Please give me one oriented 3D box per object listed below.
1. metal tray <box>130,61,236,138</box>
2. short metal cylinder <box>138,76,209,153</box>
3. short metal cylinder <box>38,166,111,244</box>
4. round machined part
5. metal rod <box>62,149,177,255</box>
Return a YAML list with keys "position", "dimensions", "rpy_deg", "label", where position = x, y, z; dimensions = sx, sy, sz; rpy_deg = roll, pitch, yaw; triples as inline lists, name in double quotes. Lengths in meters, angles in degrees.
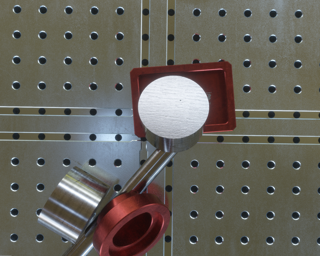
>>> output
- position: [0.030, -0.037, 0.410]
  dimensions: [0.131, 0.030, 0.089]
  rpy_deg: [-4, 90, 0]
  label: "metal tray"
- position: [0.016, -0.016, 0.374]
  dimensions: [0.080, 0.050, 0.080]
  rpy_deg: [0, 67, 1]
  label: "short metal cylinder"
- position: [-0.105, 0.095, 0.385]
  dimensions: [0.050, 0.080, 0.080]
  rpy_deg: [31, 90, 0]
  label: "short metal cylinder"
- position: [-0.039, 0.120, 0.387]
  dimensions: [0.098, 0.098, 0.042]
  rpy_deg: [-49, 49, 0]
  label: "round machined part"
- position: [-0.080, 0.131, 0.412]
  dimensions: [0.025, 0.025, 0.300]
  rpy_deg: [41, 90, 0]
  label: "metal rod"
